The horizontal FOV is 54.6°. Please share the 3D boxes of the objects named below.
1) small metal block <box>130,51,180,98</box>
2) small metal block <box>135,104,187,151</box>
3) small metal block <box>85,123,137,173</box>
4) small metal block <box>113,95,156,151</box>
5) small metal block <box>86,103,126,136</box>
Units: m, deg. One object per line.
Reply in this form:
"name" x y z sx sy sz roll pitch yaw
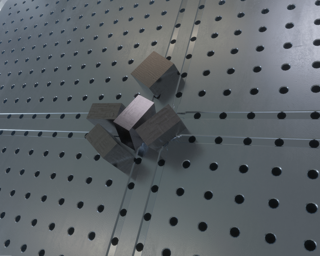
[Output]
"small metal block" -0.007 -0.081 0.463 0.050 0.025 0.050 -45 51 -4
"small metal block" 0.003 0.001 0.387 0.050 0.050 0.025 -38 74 3
"small metal block" -0.065 0.027 0.411 0.025 0.050 0.050 -46 51 -4
"small metal block" -0.030 -0.006 0.403 0.025 0.050 0.050 30 64 23
"small metal block" -0.065 -0.011 0.434 0.050 0.050 0.025 2 63 30
